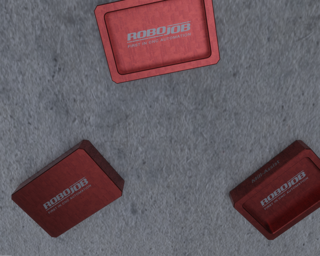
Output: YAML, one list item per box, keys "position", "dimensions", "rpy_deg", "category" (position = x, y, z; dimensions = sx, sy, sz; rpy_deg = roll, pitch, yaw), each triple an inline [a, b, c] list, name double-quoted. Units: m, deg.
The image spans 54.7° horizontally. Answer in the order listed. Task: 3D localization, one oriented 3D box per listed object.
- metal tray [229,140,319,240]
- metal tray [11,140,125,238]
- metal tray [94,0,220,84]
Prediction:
- position: [0.178, 0.091, 0.443]
  dimensions: [0.130, 0.030, 0.090]
  rpy_deg: [-42, 105, 13]
  category: "metal tray"
- position: [-0.128, 0.088, 0.438]
  dimensions: [0.130, 0.030, 0.090]
  rpy_deg: [-34, 107, 11]
  category: "metal tray"
- position: [-0.001, -0.110, 0.366]
  dimensions: [0.131, 0.030, 0.089]
  rpy_deg: [-11, 110, 3]
  category: "metal tray"
